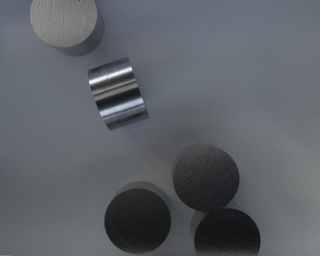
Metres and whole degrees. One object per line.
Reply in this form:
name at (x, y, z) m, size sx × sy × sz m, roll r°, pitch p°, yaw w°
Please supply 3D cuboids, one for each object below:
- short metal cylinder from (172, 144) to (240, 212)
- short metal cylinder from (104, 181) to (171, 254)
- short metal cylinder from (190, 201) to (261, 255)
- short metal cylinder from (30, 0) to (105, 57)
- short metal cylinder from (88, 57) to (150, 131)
short metal cylinder at (0.056, 0.061, 0.399) m, size 0.081 × 0.050 × 0.080 m, roll 0°, pitch 90°, yaw 0°
short metal cylinder at (-0.027, 0.113, 0.399) m, size 0.081 × 0.050 × 0.080 m, roll 0°, pitch 90°, yaw 0°
short metal cylinder at (0.082, 0.137, 0.399) m, size 0.081 × 0.050 × 0.080 m, roll 0°, pitch 90°, yaw 0°
short metal cylinder at (-0.116, -0.137, 0.398) m, size 0.081 × 0.050 × 0.080 m, roll 0°, pitch 90°, yaw 0°
short metal cylinder at (-0.049, -0.042, 0.383) m, size 0.050 × 0.080 × 0.080 m, roll -19°, pitch 90°, yaw 0°
